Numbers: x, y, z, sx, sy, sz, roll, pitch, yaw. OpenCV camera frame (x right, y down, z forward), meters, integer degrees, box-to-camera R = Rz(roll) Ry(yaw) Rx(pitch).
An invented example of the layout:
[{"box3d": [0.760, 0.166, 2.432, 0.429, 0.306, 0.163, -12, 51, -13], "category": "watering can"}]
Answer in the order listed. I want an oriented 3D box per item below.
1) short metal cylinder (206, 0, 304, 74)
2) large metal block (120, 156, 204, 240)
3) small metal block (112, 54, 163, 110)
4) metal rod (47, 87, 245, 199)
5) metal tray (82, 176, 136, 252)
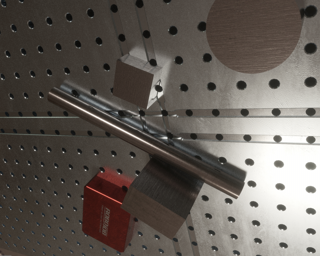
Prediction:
[{"box3d": [0.089, -0.097, 0.288, 0.080, 0.050, 0.079, 13, 124, 20], "category": "short metal cylinder"}, {"box3d": [0.006, 0.090, 0.427, 0.080, 0.080, 0.050, 30, 128, 8], "category": "large metal block"}, {"box3d": [-0.029, -0.058, 0.389, 0.050, 0.025, 0.050, 24, 127, 13], "category": "small metal block"}, {"box3d": [-0.027, 0.016, 0.433, 0.301, 0.025, 0.025, 27, 128, 11], "category": "metal rod"}, {"box3d": [-0.090, 0.155, 0.549, 0.090, 0.030, 0.129, 22, 127, 14], "category": "metal tray"}]
